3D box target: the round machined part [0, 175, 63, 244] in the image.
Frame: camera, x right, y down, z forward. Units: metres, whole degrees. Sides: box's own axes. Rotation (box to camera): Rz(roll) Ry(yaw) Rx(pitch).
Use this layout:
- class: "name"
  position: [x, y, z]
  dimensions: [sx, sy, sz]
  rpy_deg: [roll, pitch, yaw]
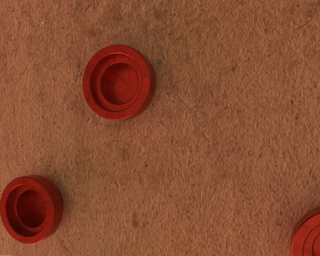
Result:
- class: "round machined part"
  position: [-0.186, 0.119, 0.466]
  dimensions: [0.098, 0.042, 0.097]
  rpy_deg: [0, 90, 20]

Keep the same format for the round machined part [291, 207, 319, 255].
- class: "round machined part"
  position: [0.193, 0.130, 0.332]
  dimensions: [0.098, 0.042, 0.097]
  rpy_deg: [0, 90, 20]

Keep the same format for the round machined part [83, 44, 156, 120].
- class: "round machined part"
  position: [-0.051, -0.059, 0.418]
  dimensions: [0.098, 0.042, 0.097]
  rpy_deg: [0, 90, 20]
